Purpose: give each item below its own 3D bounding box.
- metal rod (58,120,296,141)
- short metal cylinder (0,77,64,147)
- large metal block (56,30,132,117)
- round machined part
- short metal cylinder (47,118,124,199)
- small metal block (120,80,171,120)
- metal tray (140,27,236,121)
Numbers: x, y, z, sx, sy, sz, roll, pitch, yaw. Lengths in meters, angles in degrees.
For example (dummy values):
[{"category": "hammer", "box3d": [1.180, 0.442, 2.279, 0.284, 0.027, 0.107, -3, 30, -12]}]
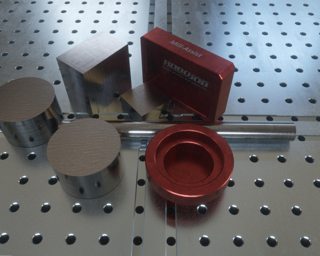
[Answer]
[{"category": "metal rod", "box3d": [0.022, 0.003, 0.405, 0.302, 0.025, 0.025, 1, 50, 0]}, {"category": "short metal cylinder", "box3d": [-0.173, -0.022, 0.408, 0.080, 0.050, 0.080, 0, 50, 0]}, {"category": "large metal block", "box3d": [-0.088, -0.076, 0.435, 0.050, 0.080, 0.080, 32, 57, 23]}, {"category": "round machined part", "box3d": [0.033, 0.045, 0.359, 0.099, 0.042, 0.098, 0, 50, 0]}, {"category": "short metal cylinder", "box3d": [-0.084, 0.035, 0.361, 0.080, 0.050, 0.080, 0, 50, 0]}, {"category": "small metal block", "box3d": [-0.020, -0.034, 0.436, 0.050, 0.025, 0.050, -32, 57, -24]}, {"category": "metal tray", "box3d": [0.033, -0.072, 0.425, 0.130, 0.090, 0.030, 33, 58, 24]}]
